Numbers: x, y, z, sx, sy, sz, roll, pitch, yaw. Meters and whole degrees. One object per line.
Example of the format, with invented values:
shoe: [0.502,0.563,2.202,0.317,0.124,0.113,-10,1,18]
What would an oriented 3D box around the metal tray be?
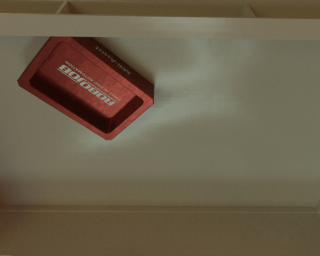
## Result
metal tray: [-0.082,-0.049,0.362,0.130,0.030,0.090,36,122,-27]
